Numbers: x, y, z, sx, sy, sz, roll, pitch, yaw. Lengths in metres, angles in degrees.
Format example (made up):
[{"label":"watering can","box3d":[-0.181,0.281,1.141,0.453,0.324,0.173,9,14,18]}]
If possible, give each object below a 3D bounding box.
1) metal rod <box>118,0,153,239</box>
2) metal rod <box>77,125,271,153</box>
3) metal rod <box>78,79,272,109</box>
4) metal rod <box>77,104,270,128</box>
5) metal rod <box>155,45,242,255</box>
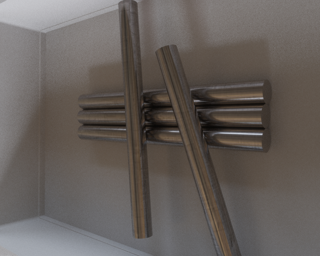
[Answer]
[{"label":"metal rod","box3d":[-0.032,-0.014,0.396,0.025,0.025,0.298,-7,86,39]},{"label":"metal rod","box3d":[-0.008,0.010,0.410,0.300,0.025,0.025,1,91,39]},{"label":"metal rod","box3d":[-0.007,-0.040,0.409,0.300,0.025,0.025,1,91,39]},{"label":"metal rod","box3d":[-0.008,-0.015,0.410,0.300,0.025,0.025,1,91,39]},{"label":"metal rod","box3d":[0.049,0.054,0.337,0.025,0.025,0.298,-20,84,38]}]
